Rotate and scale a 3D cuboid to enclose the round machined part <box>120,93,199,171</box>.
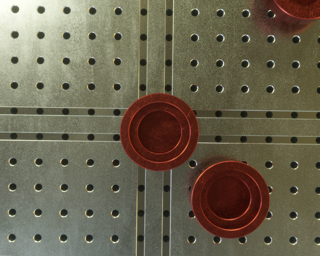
[{"bbox_3d":[-0.001,0.005,0.405,0.099,0.042,0.097,0,90,-1],"label":"round machined part"}]

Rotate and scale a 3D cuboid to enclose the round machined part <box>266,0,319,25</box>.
[{"bbox_3d":[0.184,-0.184,0.407,0.099,0.042,0.097,0,90,-1],"label":"round machined part"}]

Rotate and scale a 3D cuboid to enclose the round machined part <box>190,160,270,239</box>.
[{"bbox_3d":[0.088,0.089,0.406,0.099,0.042,0.097,0,90,-1],"label":"round machined part"}]
